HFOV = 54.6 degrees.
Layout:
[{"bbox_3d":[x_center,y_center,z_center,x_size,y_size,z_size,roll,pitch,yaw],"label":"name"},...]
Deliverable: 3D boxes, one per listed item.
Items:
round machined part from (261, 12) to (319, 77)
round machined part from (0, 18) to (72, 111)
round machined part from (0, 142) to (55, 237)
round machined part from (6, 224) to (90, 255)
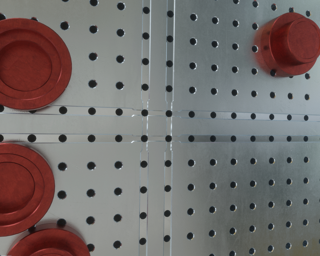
[{"bbox_3d":[0.210,-0.131,0.480,0.099,0.042,0.097,0,90,-20],"label":"round machined part"},{"bbox_3d":[-0.151,-0.068,0.348,0.099,0.042,0.097,0,90,-20],"label":"round machined part"},{"bbox_3d":[-0.168,0.064,0.342,0.099,0.042,0.097,0,90,-20],"label":"round machined part"},{"bbox_3d":[-0.129,0.165,0.356,0.099,0.042,0.097,0,90,-20],"label":"round machined part"}]
